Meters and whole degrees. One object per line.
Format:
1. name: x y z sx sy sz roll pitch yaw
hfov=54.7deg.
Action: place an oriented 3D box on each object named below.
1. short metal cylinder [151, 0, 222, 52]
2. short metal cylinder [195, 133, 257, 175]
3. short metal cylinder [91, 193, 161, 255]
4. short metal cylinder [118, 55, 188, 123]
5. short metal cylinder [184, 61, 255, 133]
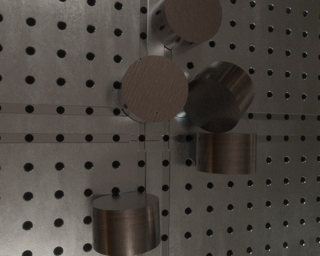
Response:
1. short metal cylinder: 0.035 -0.148 0.413 0.081 0.050 0.079 0 90 -21
2. short metal cylinder: 0.088 0.032 0.418 0.081 0.080 0.050 1 90 -20
3. short metal cylinder: -0.040 0.111 0.370 0.081 0.080 0.050 -3 91 -20
4. short metal cylinder: -0.010 -0.046 0.391 0.081 0.050 0.079 0 89 -13
5. short metal cylinder: 0.076 -0.040 0.405 0.080 0.080 0.050 55 49 -12
